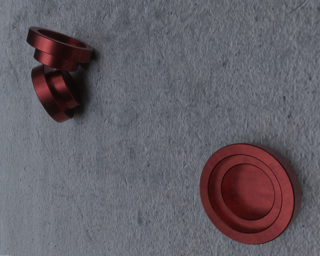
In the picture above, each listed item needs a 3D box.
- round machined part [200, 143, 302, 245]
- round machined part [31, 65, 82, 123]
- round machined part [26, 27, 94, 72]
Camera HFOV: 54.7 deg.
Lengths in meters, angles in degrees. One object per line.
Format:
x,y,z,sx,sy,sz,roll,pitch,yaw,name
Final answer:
0.093,0.064,0.317,0.098,0.042,0.097,0,90,40,round machined part
-0.163,-0.061,0.505,0.042,0.098,0.098,-23,73,1,round machined part
-0.159,-0.121,0.489,0.098,0.099,0.042,35,112,34,round machined part
